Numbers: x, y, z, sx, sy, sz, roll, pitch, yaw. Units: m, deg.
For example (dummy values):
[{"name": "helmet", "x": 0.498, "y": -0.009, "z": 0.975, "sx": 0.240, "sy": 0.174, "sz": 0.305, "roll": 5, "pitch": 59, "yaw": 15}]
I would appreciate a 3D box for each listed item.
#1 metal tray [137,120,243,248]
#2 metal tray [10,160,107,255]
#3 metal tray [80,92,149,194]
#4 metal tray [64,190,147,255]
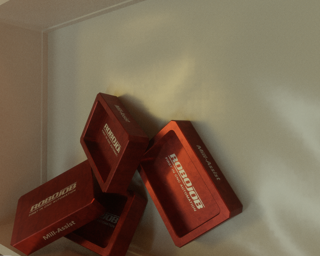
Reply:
[{"name": "metal tray", "x": 0.028, "y": 0.066, "z": 0.380, "sx": 0.090, "sy": 0.030, "sz": 0.130, "roll": -44, "pitch": 64, "yaw": 31}, {"name": "metal tray", "x": -0.144, "y": 0.110, "z": 0.443, "sx": 0.130, "sy": 0.030, "sz": 0.090, "roll": -29, "pitch": 36, "yaw": 4}, {"name": "metal tray", "x": -0.070, "y": 0.018, "z": 0.437, "sx": 0.130, "sy": 0.030, "sz": 0.089, "roll": 49, "pitch": 120, "yaw": 48}, {"name": "metal tray", "x": -0.090, "y": 0.127, "z": 0.450, "sx": 0.130, "sy": 0.030, "sz": 0.090, "roll": 5, "pitch": 62, "yaw": 40}]
